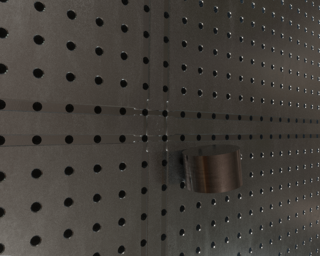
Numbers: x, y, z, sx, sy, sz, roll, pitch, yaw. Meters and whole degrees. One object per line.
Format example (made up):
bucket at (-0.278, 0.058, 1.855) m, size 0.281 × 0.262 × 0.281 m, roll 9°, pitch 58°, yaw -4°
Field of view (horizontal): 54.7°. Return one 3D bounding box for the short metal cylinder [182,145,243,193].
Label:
short metal cylinder at (0.074, 0.055, 0.438) m, size 0.081 × 0.080 × 0.050 m, roll -11°, pitch 98°, yaw -40°
